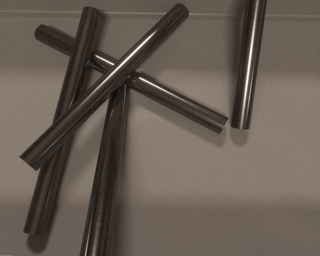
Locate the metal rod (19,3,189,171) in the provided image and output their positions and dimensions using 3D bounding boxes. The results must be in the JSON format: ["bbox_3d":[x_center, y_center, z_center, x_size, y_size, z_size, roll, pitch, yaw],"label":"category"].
[{"bbox_3d":[-0.058,-0.066,0.403,0.025,0.025,0.301,36,68,12],"label":"metal rod"}]

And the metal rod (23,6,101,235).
[{"bbox_3d":[-0.121,-0.020,0.398,0.025,0.025,0.299,10,76,3],"label":"metal rod"}]

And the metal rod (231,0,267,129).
[{"bbox_3d":[0.117,-0.145,0.379,0.025,0.025,0.298,4,104,1],"label":"metal rod"}]

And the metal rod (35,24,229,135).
[{"bbox_3d":[-0.046,-0.072,0.435,0.301,0.025,0.025,28,72,9],"label":"metal rod"}]

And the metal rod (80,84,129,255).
[{"bbox_3d":[-0.054,0.047,0.320,0.025,0.025,0.300,0,42,0],"label":"metal rod"}]
